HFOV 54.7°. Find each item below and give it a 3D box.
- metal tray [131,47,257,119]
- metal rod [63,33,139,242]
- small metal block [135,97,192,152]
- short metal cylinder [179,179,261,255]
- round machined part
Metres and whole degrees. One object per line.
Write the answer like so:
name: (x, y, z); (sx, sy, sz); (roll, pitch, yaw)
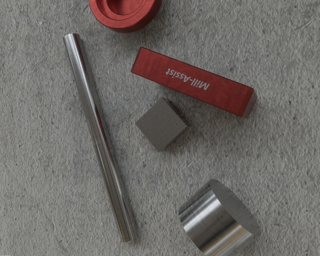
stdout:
metal tray: (0.043, -0.050, 0.358); (0.130, 0.090, 0.030); (24, 98, 18)
metal rod: (-0.085, 0.009, 0.437); (0.025, 0.025, 0.299); (-19, 84, 18)
small metal block: (0.004, -0.004, 0.407); (0.050, 0.025, 0.050); (-43, 77, 14)
short metal cylinder: (0.068, 0.105, 0.355); (0.050, 0.080, 0.080); (-46, 76, 14)
round machined part: (-0.041, -0.175, 0.414); (0.098, 0.042, 0.097); (0, 90, 19)
